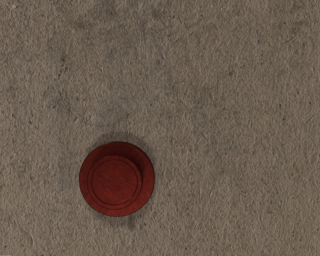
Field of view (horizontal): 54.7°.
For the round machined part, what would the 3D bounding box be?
[{"bbox_3d":[-0.056,0.067,0.401,0.099,0.042,0.097,0,90,-1],"label":"round machined part"}]
